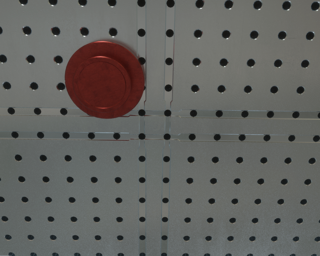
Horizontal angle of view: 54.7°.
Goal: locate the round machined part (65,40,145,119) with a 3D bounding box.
[{"bbox_3d":[-0.069,-0.057,0.382,0.099,0.042,0.097,0,110,-1],"label":"round machined part"}]
